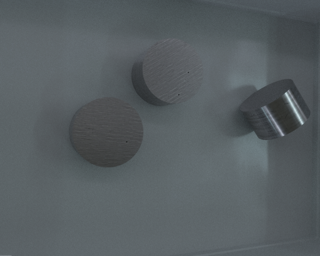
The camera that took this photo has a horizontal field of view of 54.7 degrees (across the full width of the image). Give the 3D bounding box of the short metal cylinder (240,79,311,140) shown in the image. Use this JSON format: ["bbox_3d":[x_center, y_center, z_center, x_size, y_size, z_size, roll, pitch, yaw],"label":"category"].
[{"bbox_3d":[0.164,-0.027,0.444,0.080,0.080,0.050,-39,103,-16],"label":"short metal cylinder"}]

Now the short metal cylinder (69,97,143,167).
[{"bbox_3d":[-0.066,0.005,0.374,0.081,0.050,0.079,0,90,-21],"label":"short metal cylinder"}]

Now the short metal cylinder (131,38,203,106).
[{"bbox_3d":[0.009,-0.070,0.401,0.081,0.050,0.079,0,90,-21],"label":"short metal cylinder"}]
